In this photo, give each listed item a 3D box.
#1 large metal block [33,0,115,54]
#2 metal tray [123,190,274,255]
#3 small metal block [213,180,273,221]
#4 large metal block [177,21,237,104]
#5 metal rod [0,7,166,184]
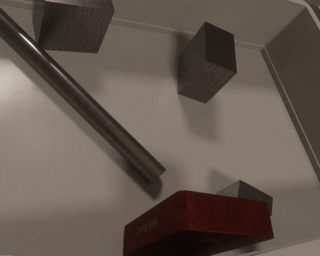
[{"bbox_3d":[-0.114,-0.144,0.398,0.081,0.080,0.050,-4,64,-30],"label":"large metal block"},{"bbox_3d":[0.029,0.099,0.295,0.091,0.129,0.030,13,57,-22],"label":"metal tray"},{"bbox_3d":[0.104,0.095,0.390,0.050,0.050,0.025,29,52,-10],"label":"small metal block"},{"bbox_3d":[0.069,-0.097,0.469,0.050,0.080,0.080,18,55,-19],"label":"large metal block"},{"bbox_3d":[-0.109,-0.046,0.375,0.300,0.025,0.025,44,51,2],"label":"metal rod"}]
